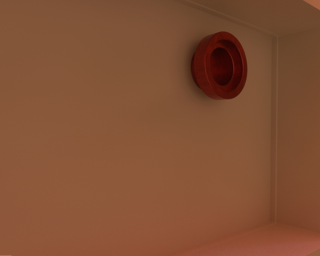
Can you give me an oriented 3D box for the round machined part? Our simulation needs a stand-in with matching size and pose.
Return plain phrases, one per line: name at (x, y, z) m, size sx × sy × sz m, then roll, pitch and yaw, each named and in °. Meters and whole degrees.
round machined part at (0.085, -0.091, 0.465) m, size 0.099 × 0.042 × 0.097 m, roll 0°, pitch 90°, yaw -40°
